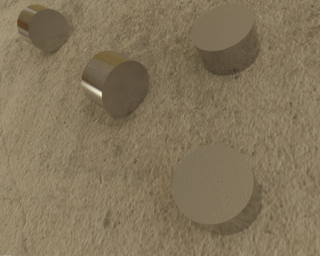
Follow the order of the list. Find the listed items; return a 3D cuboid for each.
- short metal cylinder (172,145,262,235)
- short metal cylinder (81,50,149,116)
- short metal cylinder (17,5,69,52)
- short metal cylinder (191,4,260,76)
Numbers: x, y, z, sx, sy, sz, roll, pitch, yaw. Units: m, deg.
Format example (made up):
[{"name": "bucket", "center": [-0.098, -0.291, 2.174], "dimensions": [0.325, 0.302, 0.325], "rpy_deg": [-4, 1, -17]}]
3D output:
[{"name": "short metal cylinder", "center": [0.059, 0.064, 0.317], "dimensions": [0.080, 0.050, 0.080], "rpy_deg": [-13, 56, 20]}, {"name": "short metal cylinder", "center": [-0.062, -0.064, 0.439], "dimensions": [0.050, 0.080, 0.080], "rpy_deg": [32, 79, 37]}, {"name": "short metal cylinder", "center": [-0.228, -0.195, 0.605], "dimensions": [0.050, 0.080, 0.080], "rpy_deg": [31, 79, 37]}, {"name": "short metal cylinder", "center": [0.088, -0.117, 0.413], "dimensions": [0.080, 0.050, 0.080], "rpy_deg": [-13, 56, 20]}]
